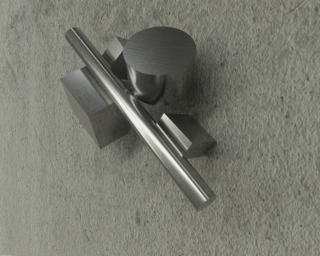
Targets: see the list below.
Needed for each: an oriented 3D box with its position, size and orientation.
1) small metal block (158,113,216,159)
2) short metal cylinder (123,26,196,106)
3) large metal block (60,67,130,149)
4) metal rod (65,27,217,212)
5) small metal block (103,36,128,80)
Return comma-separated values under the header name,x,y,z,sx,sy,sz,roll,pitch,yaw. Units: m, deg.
name,x,y,z,sx,sy,sz,roll,pitch,yaw
small metal block,0.029,0.009,0.361,0.050,0.050,0.025,48,119,29
short metal cylinder,0.001,-0.072,0.360,0.080,0.080,0.050,46,159,30
large metal block,-0.090,-0.030,0.439,0.080,0.050,0.080,48,159,28
metal rod,-0.038,-0.029,0.371,0.300,0.025,0.025,51,120,27
small metal block,-0.051,-0.095,0.430,0.050,0.050,0.025,-46,63,30
